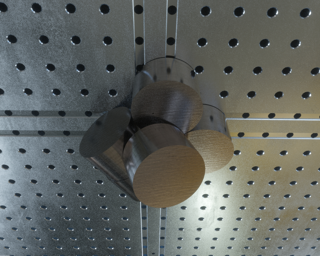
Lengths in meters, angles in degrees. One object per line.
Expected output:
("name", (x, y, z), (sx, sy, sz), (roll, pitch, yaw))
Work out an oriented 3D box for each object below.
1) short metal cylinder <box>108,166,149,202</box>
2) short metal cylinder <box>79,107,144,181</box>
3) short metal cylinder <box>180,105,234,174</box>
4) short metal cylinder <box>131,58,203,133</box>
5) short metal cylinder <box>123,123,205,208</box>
("short metal cylinder", (-0.027, 0.052, 0.419), (0.080, 0.080, 0.050), (-27, 125, 20))
("short metal cylinder", (-0.054, 0.019, 0.391), (0.080, 0.080, 0.050), (-27, 125, 21))
("short metal cylinder", (0.053, 0.016, 0.408), (0.081, 0.050, 0.079), (0, 130, 0))
("short metal cylinder", (0.008, -0.035, 0.364), (0.081, 0.050, 0.079), (0, 130, 0))
("short metal cylinder", (0.003, 0.041, 0.346), (0.081, 0.050, 0.079), (-9, 119, -16))
